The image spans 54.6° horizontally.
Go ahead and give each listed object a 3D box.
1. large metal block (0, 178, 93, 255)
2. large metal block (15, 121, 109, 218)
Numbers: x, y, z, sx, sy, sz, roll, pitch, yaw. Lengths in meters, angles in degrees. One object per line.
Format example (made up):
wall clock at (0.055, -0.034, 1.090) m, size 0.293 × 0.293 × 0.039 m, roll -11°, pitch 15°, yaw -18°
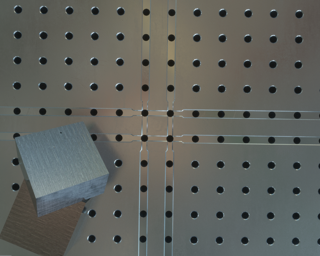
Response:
large metal block at (-0.142, 0.112, 0.400) m, size 0.080 × 0.050 × 0.080 m, roll 23°, pitch 90°, yaw 0°
large metal block at (-0.117, 0.046, 0.369) m, size 0.081 × 0.050 × 0.080 m, roll -16°, pitch 59°, yaw -29°
